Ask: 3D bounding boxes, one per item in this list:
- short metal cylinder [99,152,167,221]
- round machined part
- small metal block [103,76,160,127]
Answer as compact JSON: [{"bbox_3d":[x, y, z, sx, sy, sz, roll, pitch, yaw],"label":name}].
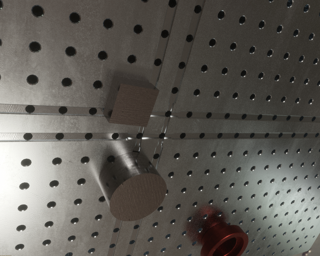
[{"bbox_3d":[-0.038,0.080,0.425,0.081,0.050,0.079,-14,124,-21],"label":"short metal cylinder"},{"bbox_3d":[0.122,0.227,0.610,0.099,0.042,0.097,-14,125,-21],"label":"round machined part"},{"bbox_3d":[-0.035,-0.031,0.374,0.050,0.025,0.050,6,115,-32],"label":"small metal block"}]
